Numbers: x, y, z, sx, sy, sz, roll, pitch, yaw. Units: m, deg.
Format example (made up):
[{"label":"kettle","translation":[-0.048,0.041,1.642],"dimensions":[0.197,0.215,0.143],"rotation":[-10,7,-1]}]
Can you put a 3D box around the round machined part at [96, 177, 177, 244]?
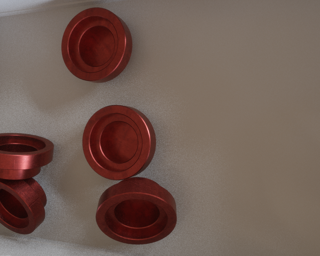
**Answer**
[{"label":"round machined part","translation":[-0.029,0.101,0.394],"dimensions":[0.099,0.042,0.097],"rotation":[0,125,0]}]

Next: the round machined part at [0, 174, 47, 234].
[{"label":"round machined part","translation":[-0.210,0.106,0.460],"dimensions":[0.098,0.042,0.097],"rotation":[12,121,20]}]

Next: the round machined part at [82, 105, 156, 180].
[{"label":"round machined part","translation":[-0.051,0.019,0.418],"dimensions":[0.098,0.042,0.097],"rotation":[0,90,19]}]

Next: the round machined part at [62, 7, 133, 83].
[{"label":"round machined part","translation":[-0.083,-0.111,0.429],"dimensions":[0.098,0.042,0.097],"rotation":[0,90,19]}]

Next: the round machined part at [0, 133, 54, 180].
[{"label":"round machined part","translation":[-0.206,0.041,0.443],"dimensions":[0.098,0.098,0.042],"rotation":[15,104,19]}]
